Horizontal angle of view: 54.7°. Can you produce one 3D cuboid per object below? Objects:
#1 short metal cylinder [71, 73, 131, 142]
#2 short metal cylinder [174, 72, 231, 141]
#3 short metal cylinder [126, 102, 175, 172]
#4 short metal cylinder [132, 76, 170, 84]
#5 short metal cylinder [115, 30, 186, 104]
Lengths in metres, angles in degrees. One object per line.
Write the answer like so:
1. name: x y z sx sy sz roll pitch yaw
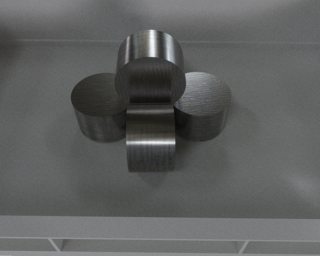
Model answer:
1. short metal cylinder: -0.071 -0.028 0.409 0.080 0.050 0.080 0 50 0
2. short metal cylinder: 0.050 -0.029 0.411 0.080 0.050 0.080 0 50 0
3. short metal cylinder: -0.010 0.011 0.358 0.050 0.080 0.080 -1 50 -2
4. short metal cylinder: -0.013 -0.088 0.441 0.050 0.080 0.080 -1 50 -2
5. short metal cylinder: -0.011 -0.067 0.366 0.081 0.080 0.050 -1 50 -1
